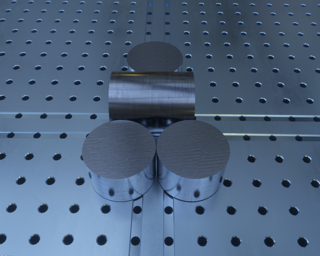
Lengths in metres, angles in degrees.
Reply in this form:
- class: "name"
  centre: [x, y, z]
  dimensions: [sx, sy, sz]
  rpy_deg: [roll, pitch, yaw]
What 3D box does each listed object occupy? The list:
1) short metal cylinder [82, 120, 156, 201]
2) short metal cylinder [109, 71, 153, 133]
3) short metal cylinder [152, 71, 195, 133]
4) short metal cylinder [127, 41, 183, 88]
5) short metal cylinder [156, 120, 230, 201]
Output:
- class: "short metal cylinder"
  centre: [-0.045, 0.037, 0.358]
  dimensions: [0.081, 0.050, 0.080]
  rpy_deg: [0, 50, 0]
- class: "short metal cylinder"
  centre: [-0.035, -0.033, 0.400]
  dimensions: [0.050, 0.080, 0.080]
  rpy_deg: [0, 50, 0]
- class: "short metal cylinder"
  centre: [0.016, -0.033, 0.400]
  dimensions: [0.050, 0.080, 0.080]
  rpy_deg: [0, 50, 0]
- class: "short metal cylinder"
  centre: [-0.007, -0.085, 0.462]
  dimensions: [0.081, 0.050, 0.080]
  rpy_deg: [0, 50, 0]
- class: "short metal cylinder"
  centre: [0.036, 0.037, 0.359]
  dimensions: [0.081, 0.050, 0.080]
  rpy_deg: [0, 50, 0]
